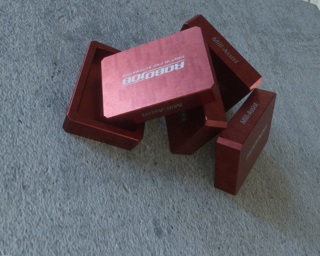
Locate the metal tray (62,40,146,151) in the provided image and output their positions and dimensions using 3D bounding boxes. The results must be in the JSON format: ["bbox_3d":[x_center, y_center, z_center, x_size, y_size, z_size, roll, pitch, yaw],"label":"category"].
[{"bbox_3d":[-0.062,-0.044,0.397,0.091,0.030,0.130,18,54,-18],"label":"metal tray"}]

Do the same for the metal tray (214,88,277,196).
[{"bbox_3d":[0.116,0.016,0.418,0.030,0.089,0.131,20,45,28],"label":"metal tray"}]

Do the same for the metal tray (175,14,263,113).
[{"bbox_3d":[0.076,-0.091,0.459,0.030,0.090,0.130,-41,85,-25],"label":"metal tray"}]

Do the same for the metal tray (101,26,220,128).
[{"bbox_3d":[-0.004,-0.059,0.368,0.130,0.030,0.090,-15,62,13],"label":"metal tray"}]

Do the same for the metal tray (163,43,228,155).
[{"bbox_3d":[0.038,-0.040,0.411,0.030,0.090,0.130,6,60,-26],"label":"metal tray"}]
